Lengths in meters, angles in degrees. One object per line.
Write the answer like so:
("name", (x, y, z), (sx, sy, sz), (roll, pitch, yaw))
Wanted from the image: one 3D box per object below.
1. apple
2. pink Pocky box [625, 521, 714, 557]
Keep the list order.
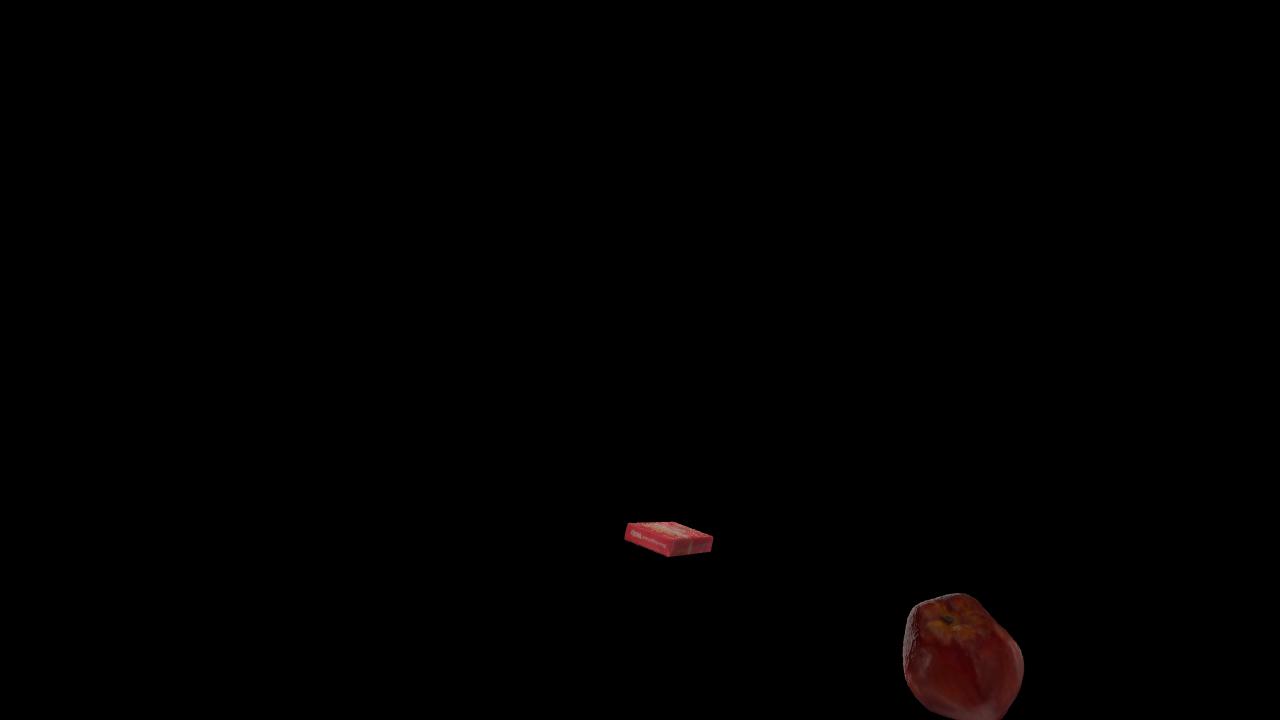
("apple", (0.222, 0.208, 0.430), (0.079, 0.093, 0.079), (-18, 34, 13))
("pink Pocky box", (0.050, 0.285, 0.984), (0.084, 0.029, 0.155), (12, -6, 33))
